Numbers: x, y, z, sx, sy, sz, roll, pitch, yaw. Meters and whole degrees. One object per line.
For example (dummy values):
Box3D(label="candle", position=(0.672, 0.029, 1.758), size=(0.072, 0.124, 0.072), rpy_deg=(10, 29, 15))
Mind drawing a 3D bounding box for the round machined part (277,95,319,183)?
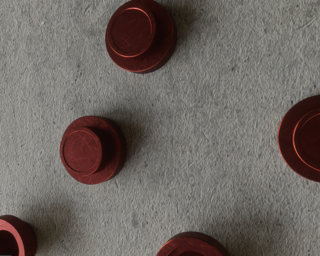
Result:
Box3D(label="round machined part", position=(0.180, 0.012, 0.336), size=(0.098, 0.042, 0.097), rpy_deg=(0, 90, 20))

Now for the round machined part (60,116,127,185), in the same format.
Box3D(label="round machined part", position=(-0.100, 0.031, 0.435), size=(0.098, 0.042, 0.097), rpy_deg=(0, 90, 20))

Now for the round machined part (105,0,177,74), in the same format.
Box3D(label="round machined part", position=(-0.030, -0.124, 0.411), size=(0.098, 0.042, 0.097), rpy_deg=(0, 90, 20))

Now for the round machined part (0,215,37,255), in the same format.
Box3D(label="round machined part", position=(-0.233, 0.183, 0.482), size=(0.098, 0.042, 0.097), rpy_deg=(0, 90, 20))

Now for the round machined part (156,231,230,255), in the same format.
Box3D(label="round machined part", position=(0.044, 0.177, 0.384), size=(0.098, 0.042, 0.097), rpy_deg=(0, 90, 20))
